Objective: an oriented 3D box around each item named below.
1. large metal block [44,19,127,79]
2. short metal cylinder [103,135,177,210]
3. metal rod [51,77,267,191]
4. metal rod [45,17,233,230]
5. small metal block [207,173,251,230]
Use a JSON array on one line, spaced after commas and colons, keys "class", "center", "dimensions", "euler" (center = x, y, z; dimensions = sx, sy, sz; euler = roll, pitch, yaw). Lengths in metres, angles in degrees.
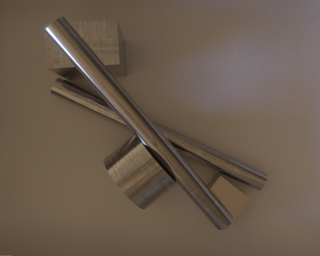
[{"class": "large metal block", "center": [-0.087, -0.093, 0.382], "dimensions": [0.081, 0.080, 0.050], "euler": [-4, 90, -1]}, {"class": "short metal cylinder", "center": [-0.023, 0.052, 0.381], "dimensions": [0.050, 0.080, 0.080], "euler": [-40, 91, 0]}, {"class": "metal rod", "center": [0.000, 0.008, 0.410], "dimensions": [0.301, 0.025, 0.025], "euler": [25, 90, -1]}, {"class": "metal rod", "center": [-0.014, 0.005, 0.352], "dimensions": [0.025, 0.025, 0.300], "euler": [-40, 103, 0]}, {"class": "small metal block", "center": [0.082, 0.096, 0.411], "dimensions": [0.050, 0.025, 0.050], "euler": [38, 90, -1]}]
